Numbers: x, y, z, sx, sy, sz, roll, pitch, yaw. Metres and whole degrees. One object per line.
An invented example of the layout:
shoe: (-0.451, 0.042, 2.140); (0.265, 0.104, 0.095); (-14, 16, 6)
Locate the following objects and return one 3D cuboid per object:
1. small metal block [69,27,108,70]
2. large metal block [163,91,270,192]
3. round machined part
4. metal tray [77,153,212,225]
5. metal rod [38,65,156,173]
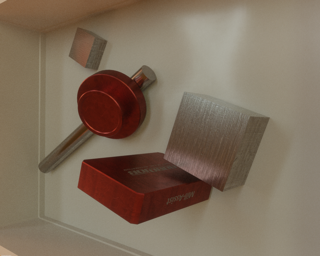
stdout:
small metal block: (-0.117, -0.128, 0.501); (0.050, 0.025, 0.050); (36, 112, 33)
large metal block: (0.060, 0.012, 0.340); (0.080, 0.050, 0.079); (26, 106, 36)
round machined part: (-0.072, -0.027, 0.425); (0.098, 0.042, 0.097); (10, 120, 18)
metal tray: (-0.011, 0.059, 0.346); (0.090, 0.131, 0.030); (20, 103, 38)
metal rod: (-0.115, 0.000, 0.499); (0.299, 0.025, 0.025); (-36, 68, 33)
